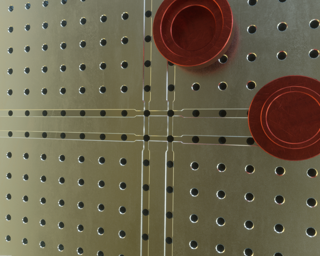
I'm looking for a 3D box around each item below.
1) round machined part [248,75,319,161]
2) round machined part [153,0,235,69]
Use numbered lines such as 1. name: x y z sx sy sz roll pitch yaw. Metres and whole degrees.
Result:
1. round machined part: 0.150 -0.011 0.350 0.098 0.042 0.097 0 90 20
2. round machined part: 0.044 -0.122 0.388 0.098 0.042 0.097 0 90 20
